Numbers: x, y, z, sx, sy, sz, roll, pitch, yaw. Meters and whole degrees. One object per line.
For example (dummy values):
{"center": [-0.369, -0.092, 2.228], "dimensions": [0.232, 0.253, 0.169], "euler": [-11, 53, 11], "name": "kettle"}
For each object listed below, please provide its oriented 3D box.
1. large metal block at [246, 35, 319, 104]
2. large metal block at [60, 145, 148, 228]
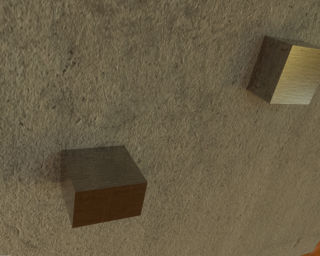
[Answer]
{"center": [0.182, -0.081, 0.440], "dimensions": [0.081, 0.050, 0.079], "euler": [-1, 119, -28], "name": "large metal block"}
{"center": [-0.071, 0.066, 0.373], "dimensions": [0.081, 0.080, 0.050], "euler": [-3, 120, -27], "name": "large metal block"}
